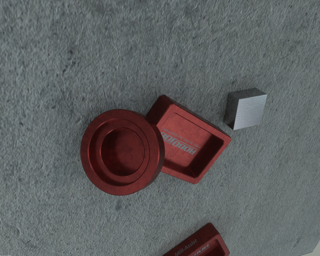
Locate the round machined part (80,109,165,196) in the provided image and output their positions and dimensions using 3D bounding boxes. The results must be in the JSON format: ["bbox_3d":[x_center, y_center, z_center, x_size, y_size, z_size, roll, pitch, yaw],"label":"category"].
[{"bbox_3d":[-0.040,0.027,0.367,0.098,0.098,0.042,-54,164,10],"label":"round machined part"}]

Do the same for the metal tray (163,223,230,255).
[{"bbox_3d":[0.064,0.249,0.592,0.130,0.030,0.090,-33,129,-7],"label":"metal tray"}]

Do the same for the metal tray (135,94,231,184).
[{"bbox_3d":[0.029,0.021,0.431,0.131,0.030,0.090,27,103,-38],"label":"metal tray"}]

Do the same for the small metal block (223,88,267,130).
[{"bbox_3d":[0.125,-0.029,0.458,0.050,0.025,0.050,-12,123,-22],"label":"small metal block"}]
